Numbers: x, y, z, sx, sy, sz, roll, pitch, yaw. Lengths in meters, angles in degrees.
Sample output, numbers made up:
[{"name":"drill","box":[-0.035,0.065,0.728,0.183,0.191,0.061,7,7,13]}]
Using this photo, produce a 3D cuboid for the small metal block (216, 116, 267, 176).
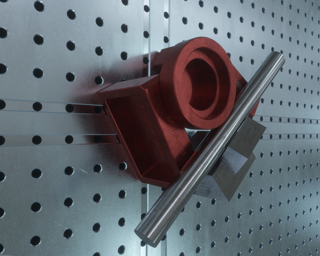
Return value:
[{"name":"small metal block","box":[0.096,0.023,0.369,0.025,0.050,0.050,33,61,13]}]

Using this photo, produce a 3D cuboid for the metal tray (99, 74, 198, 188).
[{"name":"metal tray","box":[-0.011,0.008,0.359,0.030,0.090,0.129,-36,113,-34]}]

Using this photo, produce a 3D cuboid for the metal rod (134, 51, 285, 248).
[{"name":"metal rod","box":[0.074,0.003,0.355,0.301,0.025,0.025,-48,119,-29]}]

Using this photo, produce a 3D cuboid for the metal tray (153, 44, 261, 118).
[{"name":"metal tray","box":[0.065,-0.061,0.422,0.130,0.090,0.030,38,68,-34]}]

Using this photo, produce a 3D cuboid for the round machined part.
[{"name":"round machined part","box":[0.037,-0.047,0.341,0.099,0.042,0.097,0,90,-40]}]

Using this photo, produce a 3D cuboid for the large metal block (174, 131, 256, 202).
[{"name":"large metal block","box":[0.072,0.049,0.432,0.080,0.080,0.050,-49,120,-29]}]
